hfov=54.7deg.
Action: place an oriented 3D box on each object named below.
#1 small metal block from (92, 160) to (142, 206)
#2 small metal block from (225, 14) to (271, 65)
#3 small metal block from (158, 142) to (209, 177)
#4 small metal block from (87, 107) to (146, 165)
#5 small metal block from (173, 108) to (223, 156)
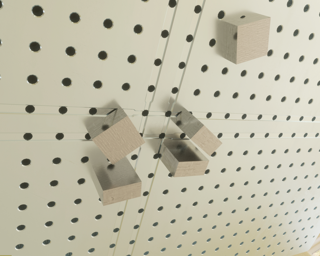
[{"bbox_3d":[-0.057,0.071,0.409,0.050,0.050,0.025,-9,123,-24],"label":"small metal block"},{"bbox_3d":[0.113,-0.116,0.403,0.050,0.025,0.050,-20,126,-17],"label":"small metal block"},{"bbox_3d":[0.033,0.044,0.442,0.050,0.050,0.025,1,118,-29],"label":"small metal block"},{"bbox_3d":[-0.054,0.010,0.389,0.050,0.025,0.050,-35,129,-6],"label":"small metal block"},{"bbox_3d":[0.052,0.006,0.429,0.025,0.050,0.050,-47,130,4],"label":"small metal block"}]
